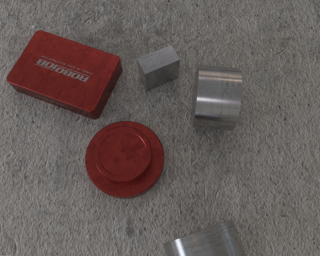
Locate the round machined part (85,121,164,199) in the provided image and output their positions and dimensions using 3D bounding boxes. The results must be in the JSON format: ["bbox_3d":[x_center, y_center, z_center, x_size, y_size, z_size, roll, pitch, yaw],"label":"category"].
[{"bbox_3d":[-0.044,0.036,0.386,0.099,0.042,0.098,0,70,0],"label":"round machined part"}]

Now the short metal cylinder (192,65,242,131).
[{"bbox_3d":[0.069,-0.038,0.394,0.050,0.080,0.080,5,70,2],"label":"short metal cylinder"}]

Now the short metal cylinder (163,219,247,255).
[{"bbox_3d":[0.049,0.135,0.330,0.080,0.080,0.050,-17,71,-6],"label":"short metal cylinder"}]

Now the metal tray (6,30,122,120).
[{"bbox_3d":[-0.130,-0.075,0.432,0.131,0.030,0.090,20,71,7],"label":"metal tray"}]

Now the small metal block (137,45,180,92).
[{"bbox_3d":[-0.002,-0.081,0.424,0.050,0.050,0.025,-24,72,-9],"label":"small metal block"}]
